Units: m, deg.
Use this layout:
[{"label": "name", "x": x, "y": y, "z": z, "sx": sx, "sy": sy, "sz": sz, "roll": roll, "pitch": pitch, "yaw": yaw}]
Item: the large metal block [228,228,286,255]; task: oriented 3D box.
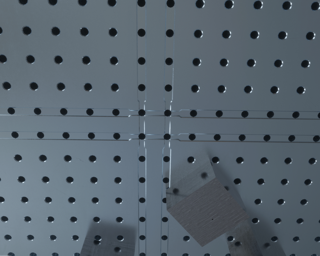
[{"label": "large metal block", "x": 0.157, "y": 0.212, "z": 0.465, "sx": 0.080, "sy": 0.080, "sz": 0.050, "roll": 38, "pitch": 106, "yaw": -13}]

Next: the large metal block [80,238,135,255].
[{"label": "large metal block", "x": -0.088, "y": 0.228, "z": 0.483, "sx": 0.081, "sy": 0.050, "sz": 0.079, "roll": 12, "pitch": 110, "yaw": -5}]

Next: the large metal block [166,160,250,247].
[{"label": "large metal block", "x": 0.065, "y": 0.107, "z": 0.441, "sx": 0.080, "sy": 0.050, "sz": 0.080, "roll": -37, "pitch": 106, "yaw": 12}]
